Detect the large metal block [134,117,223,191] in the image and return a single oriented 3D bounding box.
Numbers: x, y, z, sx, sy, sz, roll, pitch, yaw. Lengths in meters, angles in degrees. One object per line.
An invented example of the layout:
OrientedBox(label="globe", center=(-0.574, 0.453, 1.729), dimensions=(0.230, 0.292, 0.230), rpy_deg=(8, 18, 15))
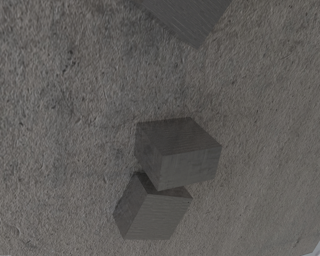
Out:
OrientedBox(label="large metal block", center=(0.020, 0.029, 0.400), dimensions=(0.081, 0.080, 0.050), rpy_deg=(-7, 122, -25))

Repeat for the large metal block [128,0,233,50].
OrientedBox(label="large metal block", center=(0.024, -0.141, 0.316), dimensions=(0.080, 0.050, 0.080), rpy_deg=(27, 103, -38))

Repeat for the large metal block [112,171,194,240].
OrientedBox(label="large metal block", center=(-0.011, 0.116, 0.456), dimensions=(0.081, 0.050, 0.080), rpy_deg=(15, 111, -34))
